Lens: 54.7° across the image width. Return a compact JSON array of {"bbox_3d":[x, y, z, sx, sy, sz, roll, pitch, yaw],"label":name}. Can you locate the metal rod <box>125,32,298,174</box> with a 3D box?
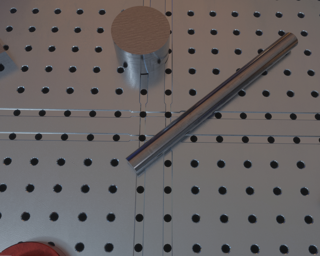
[{"bbox_3d":[0.079,-0.042,0.427,0.301,0.025,0.025,-38,75,-13],"label":"metal rod"}]

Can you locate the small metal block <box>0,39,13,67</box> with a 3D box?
[{"bbox_3d":[-0.253,-0.111,0.449,0.050,0.025,0.050,-32,73,-11],"label":"small metal block"}]

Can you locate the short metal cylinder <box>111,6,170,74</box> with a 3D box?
[{"bbox_3d":[-0.026,-0.126,0.444,0.081,0.050,0.080,0,70,-1],"label":"short metal cylinder"}]

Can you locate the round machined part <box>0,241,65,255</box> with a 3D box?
[{"bbox_3d":[-0.149,0.175,0.337,0.099,0.042,0.098,0,70,-1],"label":"round machined part"}]
